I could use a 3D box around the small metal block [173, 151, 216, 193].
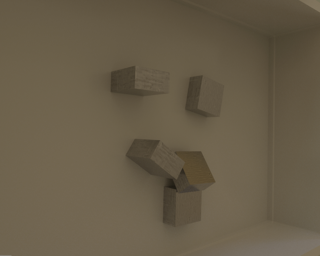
[{"bbox_3d":[0.042,0.060,0.429,0.050,0.025,0.050,3,53,-40],"label":"small metal block"}]

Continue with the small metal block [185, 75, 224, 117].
[{"bbox_3d":[0.068,-0.046,0.466,0.050,0.025,0.050,16,80,-39],"label":"small metal block"}]

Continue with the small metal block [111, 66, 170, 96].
[{"bbox_3d":[-0.024,-0.055,0.372,0.050,0.050,0.025,3,89,-40],"label":"small metal block"}]

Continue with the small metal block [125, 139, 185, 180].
[{"bbox_3d":[-0.006,0.039,0.387,0.050,0.050,0.025,43,64,-32],"label":"small metal block"}]

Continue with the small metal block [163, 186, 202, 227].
[{"bbox_3d":[0.032,0.107,0.436,0.050,0.025,0.050,2,89,-40],"label":"small metal block"}]
